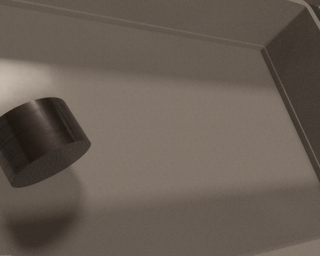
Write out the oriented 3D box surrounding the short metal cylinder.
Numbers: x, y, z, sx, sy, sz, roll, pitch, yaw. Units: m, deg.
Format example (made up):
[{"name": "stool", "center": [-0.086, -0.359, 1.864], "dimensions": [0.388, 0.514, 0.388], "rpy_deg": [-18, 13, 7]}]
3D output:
[{"name": "short metal cylinder", "center": [-0.116, 0.014, 0.300], "dimensions": [0.081, 0.080, 0.050], "rpy_deg": [-26, 76, -37]}]
